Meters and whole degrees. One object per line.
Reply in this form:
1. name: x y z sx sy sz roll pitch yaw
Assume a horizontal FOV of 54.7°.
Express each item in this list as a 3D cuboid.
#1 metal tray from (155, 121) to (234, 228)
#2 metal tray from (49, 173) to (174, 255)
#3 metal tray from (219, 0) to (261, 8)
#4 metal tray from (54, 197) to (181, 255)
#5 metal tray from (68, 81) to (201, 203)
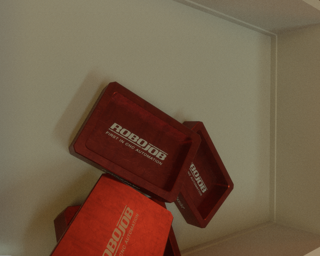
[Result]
1. metal tray: 0.050 0.066 0.444 0.090 0.030 0.130 -44 117 -31
2. metal tray: -0.044 0.111 0.287 0.090 0.030 0.130 33 33 -5
3. metal tray: 0.126 -0.274 0.510 0.091 0.030 0.129 -5 94 -40
4. metal tray: -0.042 0.128 0.341 0.131 0.030 0.090 4 57 -40
5. metal tray: -0.024 0.019 0.358 0.130 0.030 0.090 32 69 -18
